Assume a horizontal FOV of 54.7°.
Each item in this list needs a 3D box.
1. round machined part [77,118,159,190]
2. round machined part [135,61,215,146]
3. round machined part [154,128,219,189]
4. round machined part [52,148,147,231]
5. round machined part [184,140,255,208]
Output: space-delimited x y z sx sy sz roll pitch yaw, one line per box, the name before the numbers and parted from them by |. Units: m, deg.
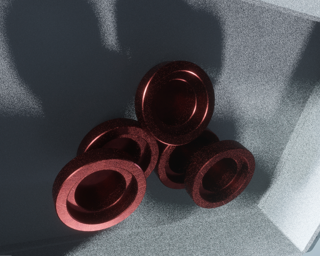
round machined part | -0.054 0.030 0.385 0.099 0.042 0.097 -14 124 -21
round machined part | 0.014 -0.031 0.371 0.099 0.042 0.097 -7 104 -29
round machined part | 0.033 0.035 0.435 0.099 0.042 0.097 -14 124 -21
round machined part | -0.068 0.063 0.343 0.099 0.042 0.097 -14 124 -21
round machined part | 0.075 0.057 0.419 0.099 0.042 0.097 -14 124 -21
